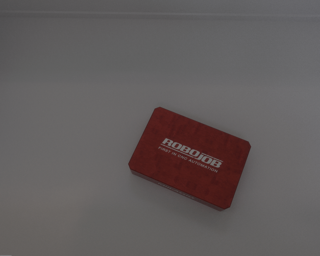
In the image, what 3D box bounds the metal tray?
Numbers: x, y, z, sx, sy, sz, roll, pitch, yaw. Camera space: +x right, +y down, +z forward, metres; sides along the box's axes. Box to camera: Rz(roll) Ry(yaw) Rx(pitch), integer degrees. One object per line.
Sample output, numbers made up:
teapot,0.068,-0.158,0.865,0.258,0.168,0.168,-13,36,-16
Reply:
metal tray,0.037,0.038,0.393,0.130,0.030,0.090,22,71,8
